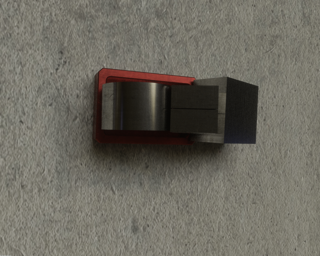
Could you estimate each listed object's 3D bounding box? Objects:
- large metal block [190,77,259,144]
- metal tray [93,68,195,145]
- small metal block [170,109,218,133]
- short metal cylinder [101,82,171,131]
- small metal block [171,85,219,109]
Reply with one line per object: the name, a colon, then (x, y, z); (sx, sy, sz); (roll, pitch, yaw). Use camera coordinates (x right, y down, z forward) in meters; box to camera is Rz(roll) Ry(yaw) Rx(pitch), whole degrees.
large metal block: (0.088, -0.020, 0.414); (0.081, 0.050, 0.080); (4, 89, -46)
metal tray: (-0.018, -0.025, 0.401); (0.131, 0.030, 0.089); (2, 89, -20)
small metal block: (0.039, -0.007, 0.355); (0.050, 0.050, 0.025); (2, 88, 6)
short metal cylinder: (-0.026, -0.023, 0.358); (0.081, 0.080, 0.050); (1, 90, -20)
small metal block: (0.040, -0.032, 0.356); (0.050, 0.050, 0.025); (2, 88, 6)
